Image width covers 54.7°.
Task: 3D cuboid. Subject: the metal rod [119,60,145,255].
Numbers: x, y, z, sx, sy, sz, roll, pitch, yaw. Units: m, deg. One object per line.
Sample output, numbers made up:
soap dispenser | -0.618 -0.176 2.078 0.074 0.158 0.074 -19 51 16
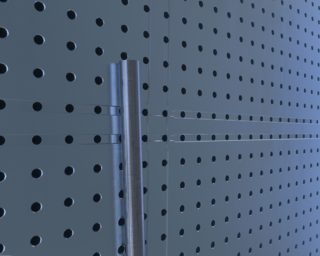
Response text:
metal rod | -0.033 0.068 0.383 0.025 0.025 0.298 -3 92 -40
